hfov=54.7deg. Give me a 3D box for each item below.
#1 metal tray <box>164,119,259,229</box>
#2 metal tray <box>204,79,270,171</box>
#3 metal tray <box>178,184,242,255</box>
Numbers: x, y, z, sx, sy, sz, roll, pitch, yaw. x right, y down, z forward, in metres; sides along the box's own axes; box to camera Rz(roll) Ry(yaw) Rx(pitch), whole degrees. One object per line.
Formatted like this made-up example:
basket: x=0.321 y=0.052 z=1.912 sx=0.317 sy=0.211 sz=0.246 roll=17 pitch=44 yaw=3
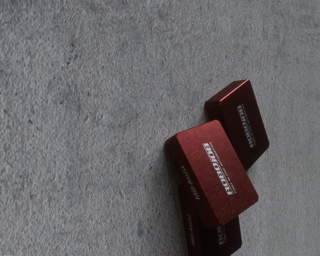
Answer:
metal tray: x=0.073 y=0.060 z=0.430 sx=0.091 sy=0.030 sz=0.130 roll=-18 pitch=78 yaw=-39
metal tray: x=0.130 y=-0.003 z=0.510 sx=0.091 sy=0.030 sz=0.129 roll=-36 pitch=112 yaw=-34
metal tray: x=0.078 y=0.135 z=0.467 sx=0.091 sy=0.030 sz=0.129 roll=-16 pitch=100 yaw=-39
